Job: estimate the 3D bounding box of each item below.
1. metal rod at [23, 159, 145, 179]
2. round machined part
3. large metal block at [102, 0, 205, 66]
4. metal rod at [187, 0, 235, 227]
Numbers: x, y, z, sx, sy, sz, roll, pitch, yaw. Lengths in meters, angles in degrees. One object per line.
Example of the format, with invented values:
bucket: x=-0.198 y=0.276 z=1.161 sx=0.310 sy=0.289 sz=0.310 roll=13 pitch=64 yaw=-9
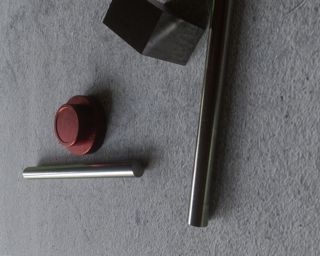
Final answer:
metal rod: x=-0.145 y=0.073 z=0.521 sx=0.300 sy=0.025 sz=0.025 roll=-8 pitch=85 yaw=39
round machined part: x=-0.135 y=-0.005 z=0.502 sx=0.098 sy=0.042 sz=0.097 roll=0 pitch=90 yaw=39
large metal block: x=-0.007 y=-0.123 z=0.373 sx=0.080 sy=0.081 sz=0.050 roll=44 pitch=117 yaw=30
metal rod: x=0.060 y=-0.035 z=0.354 sx=0.025 sy=0.025 sz=0.298 roll=10 pitch=96 yaw=39
